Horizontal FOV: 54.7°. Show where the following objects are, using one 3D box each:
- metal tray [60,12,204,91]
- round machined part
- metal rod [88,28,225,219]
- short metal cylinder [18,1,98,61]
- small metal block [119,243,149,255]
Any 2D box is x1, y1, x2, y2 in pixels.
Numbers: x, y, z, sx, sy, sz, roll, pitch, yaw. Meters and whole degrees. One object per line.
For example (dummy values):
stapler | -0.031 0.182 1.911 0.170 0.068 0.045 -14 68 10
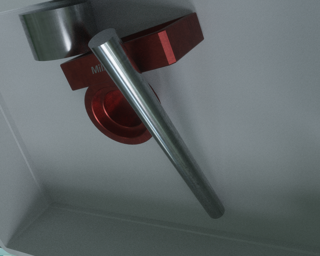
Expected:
metal tray | -0.029 -0.081 0.330 0.130 0.090 0.030 -8 114 31
round machined part | -0.042 -0.029 0.395 0.098 0.042 0.097 13 130 16
metal rod | 0.017 0.023 0.343 0.025 0.025 0.299 -4 138 30
short metal cylinder | -0.114 -0.115 0.361 0.080 0.080 0.050 3 120 26
small metal block | -0.053 0.257 0.596 0.050 0.025 0.050 23 127 13
